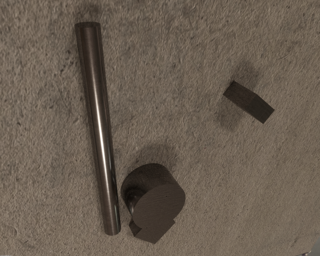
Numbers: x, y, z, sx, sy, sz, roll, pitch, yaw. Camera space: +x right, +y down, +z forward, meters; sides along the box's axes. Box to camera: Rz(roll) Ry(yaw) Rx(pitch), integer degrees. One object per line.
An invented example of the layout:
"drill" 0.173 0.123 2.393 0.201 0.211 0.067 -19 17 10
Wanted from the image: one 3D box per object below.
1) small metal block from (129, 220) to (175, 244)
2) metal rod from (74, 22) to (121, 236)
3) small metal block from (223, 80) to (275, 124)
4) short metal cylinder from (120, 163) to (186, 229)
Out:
"small metal block" -0.012 0.154 0.497 0.050 0.025 0.050 -48 130 6
"metal rod" -0.071 0.024 0.384 0.025 0.025 0.298 -14 125 -21
"small metal block" 0.126 -0.037 0.439 0.050 0.050 0.025 29 102 -38
"short metal cylinder" -0.010 0.098 0.447 0.081 0.050 0.079 -14 124 -21
